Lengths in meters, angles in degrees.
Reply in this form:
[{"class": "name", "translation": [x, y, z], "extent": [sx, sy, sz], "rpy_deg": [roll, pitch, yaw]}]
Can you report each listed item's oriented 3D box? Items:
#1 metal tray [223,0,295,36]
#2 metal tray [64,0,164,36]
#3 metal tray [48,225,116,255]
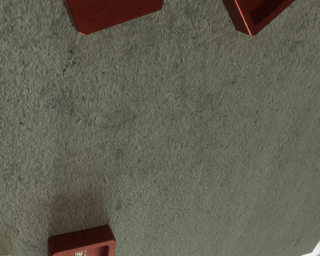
[{"class": "metal tray", "translation": [0.132, -0.184, 0.360], "extent": [0.130, 0.030, 0.090], "rpy_deg": [-42, 130, 0]}, {"class": "metal tray", "translation": [-0.054, -0.160, 0.275], "extent": [0.091, 0.030, 0.129], "rpy_deg": [-24, 127, -14]}, {"class": "metal tray", "translation": [-0.120, 0.212, 0.468], "extent": [0.091, 0.030, 0.129], "rpy_deg": [-4, 120, -27]}]
